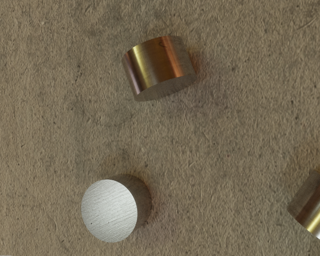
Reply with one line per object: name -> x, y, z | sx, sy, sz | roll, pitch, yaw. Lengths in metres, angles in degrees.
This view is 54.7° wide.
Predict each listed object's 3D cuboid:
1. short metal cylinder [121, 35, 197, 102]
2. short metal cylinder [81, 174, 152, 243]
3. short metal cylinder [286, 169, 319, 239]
short metal cylinder -> -0.001, -0.071, 0.380 | 0.080, 0.080, 0.050 | -22, 83, 19
short metal cylinder -> -0.057, 0.105, 0.416 | 0.080, 0.050, 0.080 | 0, 90, 20
short metal cylinder -> 0.180, 0.086, 0.316 | 0.080, 0.080, 0.050 | 33, 101, 17
